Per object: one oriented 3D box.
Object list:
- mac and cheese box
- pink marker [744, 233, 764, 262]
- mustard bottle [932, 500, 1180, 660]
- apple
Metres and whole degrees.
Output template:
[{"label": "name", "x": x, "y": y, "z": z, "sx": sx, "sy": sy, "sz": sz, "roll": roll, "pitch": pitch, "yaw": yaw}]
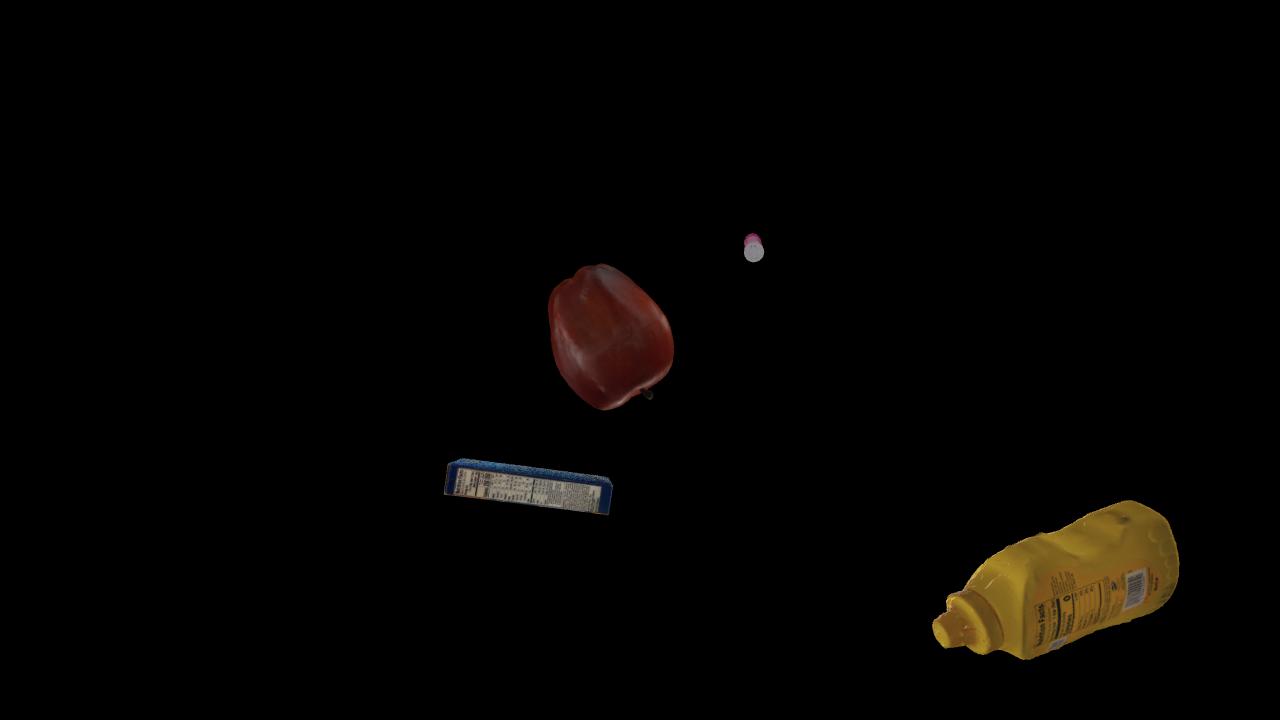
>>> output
[{"label": "mac and cheese box", "x": -0.127, "y": 0.147, "z": 0.723, "sx": 0.184, "sy": 0.041, "sz": 0.093, "roll": 8, "pitch": -5, "yaw": -6}, {"label": "pink marker", "x": 0.118, "y": -0.118, "z": 0.638, "sx": 0.020, "sy": 0.020, "sz": 0.121, "roll": 0, "pitch": 16, "yaw": 10}, {"label": "mustard bottle", "x": 0.296, "y": 0.170, "z": 0.448, "sx": 0.184, "sy": 0.092, "sz": 0.054, "roll": -15, "pitch": 26, "yaw": -11}, {"label": "apple", "x": -0.019, "y": -0.013, "z": 0.393, "sx": 0.079, "sy": 0.093, "sz": 0.079, "roll": -31, "pitch": 2, "yaw": 1}]
